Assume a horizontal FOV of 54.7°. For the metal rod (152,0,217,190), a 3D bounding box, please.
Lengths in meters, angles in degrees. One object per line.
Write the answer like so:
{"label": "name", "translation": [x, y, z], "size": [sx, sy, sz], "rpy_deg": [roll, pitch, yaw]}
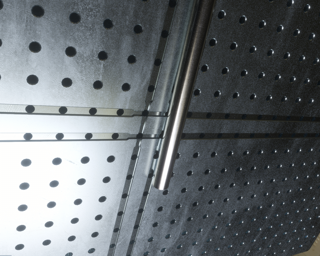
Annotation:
{"label": "metal rod", "translation": [0.029, -0.045, 0.400], "size": [0.025, 0.025, 0.298], "rpy_deg": [-3, 120, -28]}
